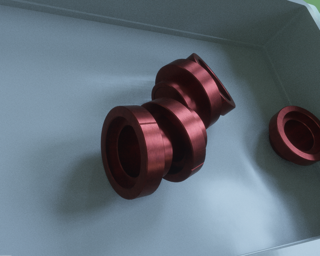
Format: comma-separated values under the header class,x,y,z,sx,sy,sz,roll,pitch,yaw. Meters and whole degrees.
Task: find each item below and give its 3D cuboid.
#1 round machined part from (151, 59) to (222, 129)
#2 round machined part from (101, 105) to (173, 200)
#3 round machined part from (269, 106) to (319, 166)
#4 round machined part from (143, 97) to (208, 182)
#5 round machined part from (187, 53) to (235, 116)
class,x,y,z,sx,sy,sz,roll,pitch,yaw
round machined part,0.027,-0.035,0.397,0.042,0.098,0.098,-34,81,-31
round machined part,-0.023,0.024,0.333,0.042,0.097,0.098,-6,65,-36
round machined part,0.218,0.016,0.501,0.099,0.042,0.098,9,59,-16
round machined part,0.016,0.011,0.363,0.042,0.097,0.098,-25,76,-37
round machined part,0.062,-0.056,0.446,0.098,0.042,0.098,44,21,-22
